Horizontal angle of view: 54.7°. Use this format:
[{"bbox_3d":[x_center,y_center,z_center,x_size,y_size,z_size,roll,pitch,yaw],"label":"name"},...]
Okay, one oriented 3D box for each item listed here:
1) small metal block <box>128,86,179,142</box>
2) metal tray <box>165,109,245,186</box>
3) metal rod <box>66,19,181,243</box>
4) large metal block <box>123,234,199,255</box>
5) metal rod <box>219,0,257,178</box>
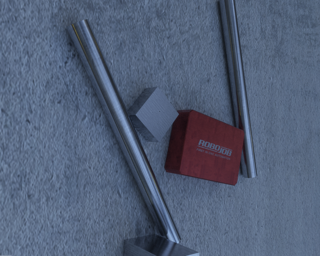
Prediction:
[{"bbox_3d":[-0.010,-0.017,0.398,0.050,0.025,0.050,51,60,-28],"label":"small metal block"},{"bbox_3d":[0.072,0.032,0.464,0.131,0.030,0.090,18,79,-39],"label":"metal tray"},{"bbox_3d":[-0.036,0.020,0.376,0.025,0.025,0.298,-35,112,-35],"label":"metal rod"},{"bbox_3d":[-0.002,0.181,0.369,0.050,0.080,0.080,7,86,-40],"label":"large metal block"},{"bbox_3d":[0.132,-0.062,0.517,0.025,0.025,0.298,-17,101,-39],"label":"metal rod"}]
